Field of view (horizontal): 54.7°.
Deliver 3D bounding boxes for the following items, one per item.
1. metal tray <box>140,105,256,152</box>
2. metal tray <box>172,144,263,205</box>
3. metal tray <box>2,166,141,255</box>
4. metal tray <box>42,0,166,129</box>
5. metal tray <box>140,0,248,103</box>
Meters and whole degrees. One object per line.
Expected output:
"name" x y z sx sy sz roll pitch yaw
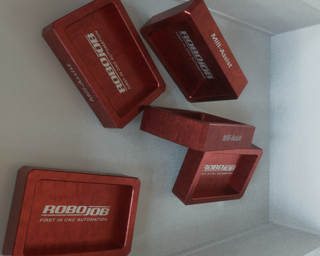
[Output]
"metal tray" 0.050 0.000 0.387 0.131 0.090 0.030 2 104 -51
"metal tray" 0.087 0.063 0.453 0.131 0.030 0.089 6 111 -40
"metal tray" -0.087 0.092 0.330 0.131 0.030 0.090 13 82 -39
"metal tray" -0.057 -0.075 0.355 0.090 0.030 0.130 -45 117 -31
"metal tray" 0.044 -0.092 0.400 0.130 0.090 0.030 52 60 -28
